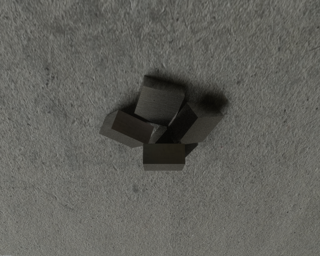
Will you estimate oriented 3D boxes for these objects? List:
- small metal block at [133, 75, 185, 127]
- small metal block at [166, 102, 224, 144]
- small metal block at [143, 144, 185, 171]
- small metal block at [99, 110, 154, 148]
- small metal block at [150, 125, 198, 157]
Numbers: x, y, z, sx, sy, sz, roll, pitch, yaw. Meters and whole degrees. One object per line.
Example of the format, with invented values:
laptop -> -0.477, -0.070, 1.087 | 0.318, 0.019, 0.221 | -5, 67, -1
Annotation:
small metal block -> -0.003, -0.032, 0.382 | 0.050, 0.025, 0.050 | 13, 129, -12
small metal block -> 0.044, -0.006, 0.390 | 0.050, 0.025, 0.050 | -5, 141, -43
small metal block -> 0.005, 0.038, 0.393 | 0.050, 0.025, 0.050 | 0, 163, -1
small metal block -> -0.044, 0.003, 0.395 | 0.050, 0.025, 0.050 | 26, 161, -22
small metal block -> 0.016, 0.020, 0.427 | 0.050, 0.025, 0.050 | 26, 125, -21
